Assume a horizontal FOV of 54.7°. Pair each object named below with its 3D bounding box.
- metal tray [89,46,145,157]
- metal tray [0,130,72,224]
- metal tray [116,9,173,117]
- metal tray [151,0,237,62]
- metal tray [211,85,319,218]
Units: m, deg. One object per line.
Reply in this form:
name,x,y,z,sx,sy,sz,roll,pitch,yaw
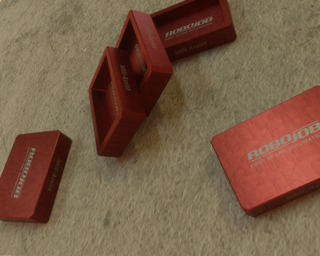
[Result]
metal tray,-0.064,-0.037,0.423,0.089,0.030,0.130,-55,40,40
metal tray,-0.189,0.070,0.455,0.090,0.030,0.130,-6,59,25
metal tray,-0.030,-0.091,0.436,0.089,0.030,0.130,-58,39,41
metal tray,0.042,-0.153,0.471,0.130,0.030,0.090,-15,56,19
metal tray,0.130,0.023,0.318,0.130,0.030,0.090,-27,52,10
